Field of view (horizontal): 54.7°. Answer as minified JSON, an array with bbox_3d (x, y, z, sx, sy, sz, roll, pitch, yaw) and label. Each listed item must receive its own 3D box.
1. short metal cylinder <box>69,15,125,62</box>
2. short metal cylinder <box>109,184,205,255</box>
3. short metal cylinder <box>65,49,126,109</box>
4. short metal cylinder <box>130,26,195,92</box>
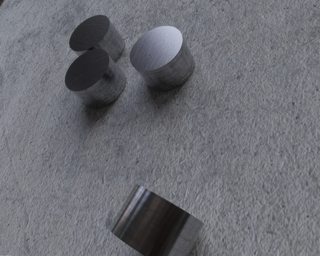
[{"bbox_3d":[-0.108,-0.147,0.535,0.080,0.050,0.080,-13,56,21],"label":"short metal cylinder"},{"bbox_3d":[-0.003,0.098,0.310,0.080,0.080,0.050,21,73,36],"label":"short metal cylinder"},{"bbox_3d":[-0.101,-0.077,0.488,0.080,0.050,0.080,-13,56,21],"label":"short metal cylinder"},{"bbox_3d":[0.004,-0.099,0.447,0.080,0.050,0.080,-13,56,21],"label":"short metal cylinder"}]
